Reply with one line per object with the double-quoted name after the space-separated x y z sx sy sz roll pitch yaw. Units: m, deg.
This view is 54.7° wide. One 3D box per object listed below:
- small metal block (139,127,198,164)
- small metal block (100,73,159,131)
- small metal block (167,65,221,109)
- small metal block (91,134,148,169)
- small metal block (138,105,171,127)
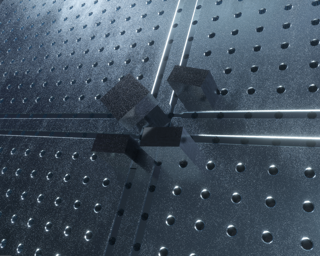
0.012 0.022 0.372 0.050 0.050 0.025 -1 61 27 "small metal block"
-0.038 -0.033 0.383 0.050 0.025 0.050 -43 51 -2 "small metal block"
0.044 -0.053 0.401 0.050 0.050 0.025 17 71 34 "small metal block"
-0.051 0.030 0.399 0.050 0.050 0.025 1 62 28 "small metal block"
-0.021 -0.020 0.414 0.050 0.050 0.025 25 76 36 "small metal block"
